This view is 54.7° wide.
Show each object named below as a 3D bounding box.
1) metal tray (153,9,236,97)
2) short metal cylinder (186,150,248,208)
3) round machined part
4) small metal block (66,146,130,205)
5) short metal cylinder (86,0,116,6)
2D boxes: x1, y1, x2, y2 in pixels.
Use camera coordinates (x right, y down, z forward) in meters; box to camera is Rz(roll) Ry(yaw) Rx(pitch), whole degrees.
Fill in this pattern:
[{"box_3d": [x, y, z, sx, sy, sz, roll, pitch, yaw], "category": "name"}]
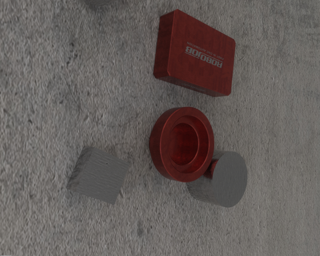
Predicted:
[{"box_3d": [0.054, -0.102, 0.446, 0.131, 0.030, 0.090, 11, 83, -39], "category": "metal tray"}, {"box_3d": [0.085, 0.073, 0.460, 0.081, 0.050, 0.080, 0, 90, -40], "category": "short metal cylinder"}, {"box_3d": [0.025, 0.021, 0.414, 0.099, 0.042, 0.097, 0, 90, -40], "category": "round machined part"}, {"box_3d": [-0.069, 0.053, 0.347, 0.050, 0.025, 0.050, 31, 71, -36], "category": "small metal block"}, {"box_3d": [-0.056, -0.175, 0.322, 0.050, 0.080, 0.080, -39, 114, -33], "category": "short metal cylinder"}]
